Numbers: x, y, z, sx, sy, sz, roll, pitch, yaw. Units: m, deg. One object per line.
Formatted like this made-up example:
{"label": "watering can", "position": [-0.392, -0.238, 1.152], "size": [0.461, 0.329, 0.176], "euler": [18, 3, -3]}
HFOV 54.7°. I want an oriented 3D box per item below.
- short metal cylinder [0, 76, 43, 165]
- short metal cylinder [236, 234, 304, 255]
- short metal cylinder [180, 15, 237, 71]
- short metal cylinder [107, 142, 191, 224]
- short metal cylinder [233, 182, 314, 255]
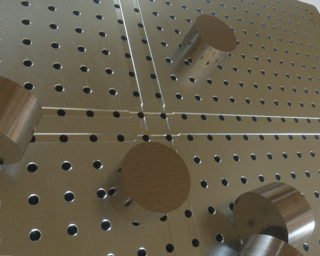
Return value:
{"label": "short metal cylinder", "position": [-0.160, -0.007, 0.291], "size": [0.080, 0.080, 0.050], "euler": [22, 54, -16]}
{"label": "short metal cylinder", "position": [0.118, 0.165, 0.338], "size": [0.080, 0.080, 0.050], "euler": [46, 51, 3]}
{"label": "short metal cylinder", "position": [0.082, -0.145, 0.527], "size": [0.081, 0.050, 0.080], "euler": [14, 56, -21]}
{"label": "short metal cylinder", "position": [-0.013, 0.062, 0.349], "size": [0.081, 0.050, 0.080], "euler": [14, 56, -21]}
{"label": "short metal cylinder", "position": [0.137, 0.112, 0.381], "size": [0.050, 0.080, 0.080], "euler": [-10, 67, -33]}
